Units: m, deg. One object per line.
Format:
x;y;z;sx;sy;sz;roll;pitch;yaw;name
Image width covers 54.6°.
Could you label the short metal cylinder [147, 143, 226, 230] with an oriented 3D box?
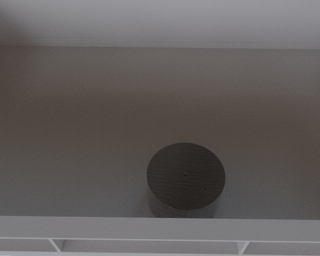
0.027;0.063;0.337;0.080;0.050;0.080;0;50;0;short metal cylinder
